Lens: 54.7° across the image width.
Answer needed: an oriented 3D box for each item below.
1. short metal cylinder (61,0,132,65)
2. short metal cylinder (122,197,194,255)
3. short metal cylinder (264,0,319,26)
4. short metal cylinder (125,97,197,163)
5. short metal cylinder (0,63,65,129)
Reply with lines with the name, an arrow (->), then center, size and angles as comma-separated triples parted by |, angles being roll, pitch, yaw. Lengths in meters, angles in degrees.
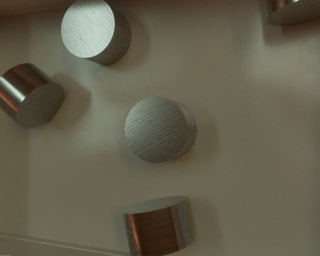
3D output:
short metal cylinder -> -0.086, -0.131, 0.426 | 0.080, 0.050, 0.079 | 0, 90, 19
short metal cylinder -> -0.002, 0.119, 0.381 | 0.080, 0.080, 0.050 | -13, 86, 19
short metal cylinder -> 0.152, -0.147, 0.328 | 0.080, 0.080, 0.050 | -7, 88, 19
short metal cylinder -> 0.002, 0.002, 0.396 | 0.080, 0.050, 0.079 | 0, 90, 19
short metal cylinder -> -0.186, -0.045, 0.445 | 0.050, 0.080, 0.080 | 38, 102, 15
